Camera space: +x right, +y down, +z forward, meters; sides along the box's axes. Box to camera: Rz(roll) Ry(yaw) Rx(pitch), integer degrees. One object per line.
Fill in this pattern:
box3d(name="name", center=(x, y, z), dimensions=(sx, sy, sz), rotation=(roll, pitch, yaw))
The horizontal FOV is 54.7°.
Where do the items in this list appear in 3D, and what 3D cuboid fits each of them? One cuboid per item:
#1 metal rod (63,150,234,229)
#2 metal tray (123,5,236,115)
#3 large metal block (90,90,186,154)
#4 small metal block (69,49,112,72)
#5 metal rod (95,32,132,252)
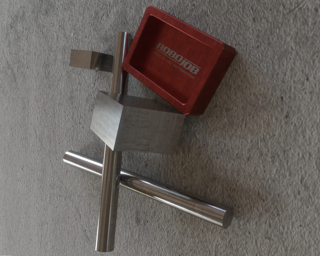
box3d(name="metal rod", center=(-0.039, 0.075, 0.435), dimensions=(0.300, 0.025, 0.025), rotation=(12, 98, 39))
box3d(name="metal tray", center=(0.018, -0.085, 0.385), dimensions=(0.130, 0.030, 0.089), rotation=(40, 114, 32))
box3d(name="large metal block", center=(-0.029, -0.008, 0.377), dimensions=(0.080, 0.081, 0.050), rotation=(31, 111, 55))
box3d(name="small metal block", center=(-0.100, -0.101, 0.468), dimensions=(0.050, 0.050, 0.025), rotation=(15, 99, 39))
box3d(name="metal rod", center=(-0.063, 0.014, 0.430), dimensions=(0.025, 0.025, 0.298), rotation=(-1, 82, 39))
